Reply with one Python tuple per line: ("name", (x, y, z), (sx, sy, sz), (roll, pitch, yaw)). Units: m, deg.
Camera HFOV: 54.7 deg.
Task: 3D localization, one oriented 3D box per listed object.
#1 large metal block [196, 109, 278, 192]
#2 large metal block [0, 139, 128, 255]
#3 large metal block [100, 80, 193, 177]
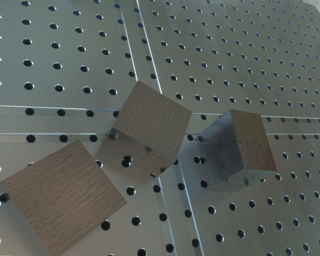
("large metal block", (0.096, 0.032, 0.407), (0.050, 0.080, 0.080), (8, 58, -25))
("large metal block", (-0.094, 0.070, 0.299), (0.081, 0.050, 0.080), (-33, 81, -38))
("large metal block", (-0.015, 0.001, 0.385), (0.080, 0.050, 0.080), (30, 52, -10))
